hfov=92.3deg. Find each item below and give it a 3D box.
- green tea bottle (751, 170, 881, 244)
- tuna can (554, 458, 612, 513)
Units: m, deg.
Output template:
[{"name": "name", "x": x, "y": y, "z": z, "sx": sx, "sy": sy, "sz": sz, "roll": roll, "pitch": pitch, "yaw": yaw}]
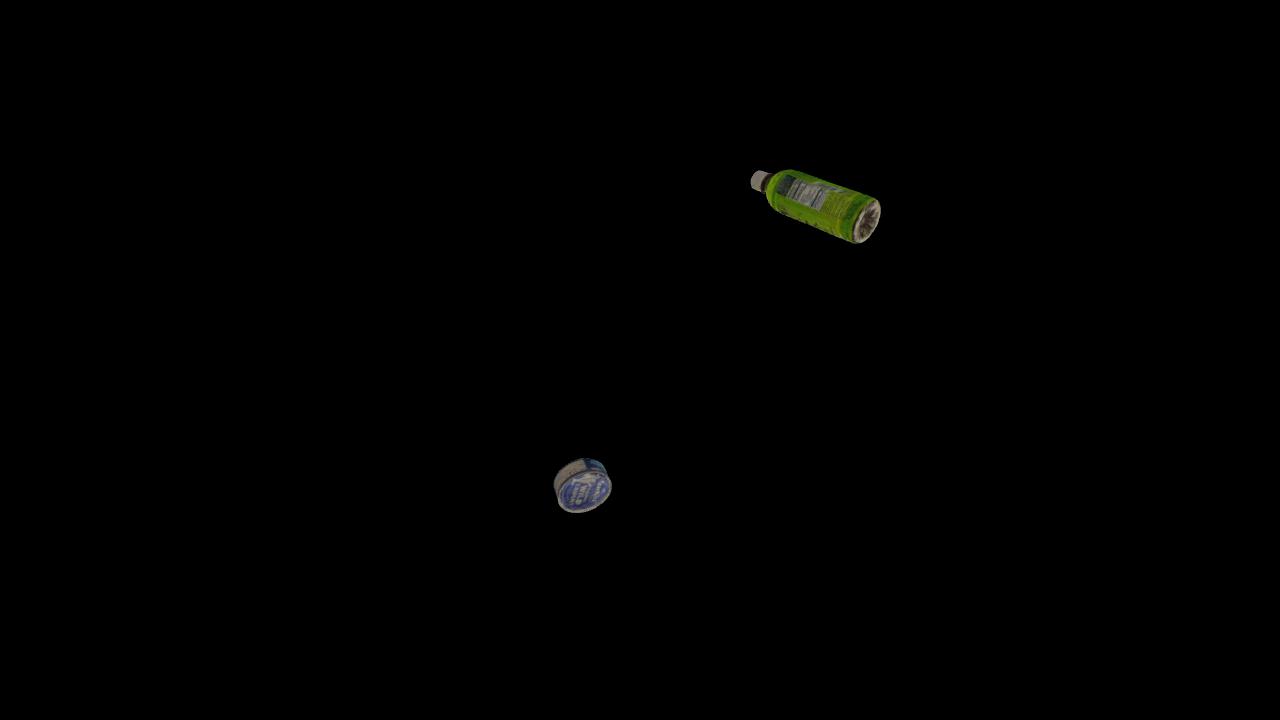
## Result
[{"name": "green tea bottle", "x": 0.258, "y": -0.246, "z": 0.938, "sx": 0.073, "sy": 0.073, "sz": 0.212, "roll": 0, "pitch": 30, "yaw": -47}, {"name": "tuna can", "x": -0.087, "y": 0.189, "z": 0.926, "sx": 0.084, "sy": 0.084, "sz": 0.034, "roll": 0, "pitch": 33, "yaw": -24}]
